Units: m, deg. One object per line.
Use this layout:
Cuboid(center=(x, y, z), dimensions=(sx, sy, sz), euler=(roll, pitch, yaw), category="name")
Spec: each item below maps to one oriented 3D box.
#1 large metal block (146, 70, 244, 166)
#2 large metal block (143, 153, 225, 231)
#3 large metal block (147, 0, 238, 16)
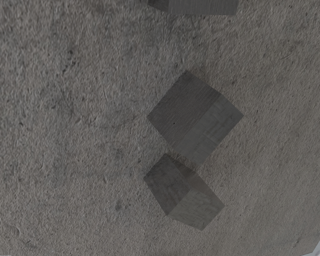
Cuboid(center=(0.041, -0.014, 0.384), dimensions=(0.050, 0.080, 0.080), euler=(34, 99, -39), category="large metal block")
Cuboid(center=(0.034, 0.092, 0.446), dimensions=(0.050, 0.080, 0.080), euler=(-50, 129, 7), category="large metal block")
Cuboid(center=(0.037, -0.160, 0.311), dimensions=(0.081, 0.050, 0.079), euler=(-8, 122, -24), category="large metal block")
